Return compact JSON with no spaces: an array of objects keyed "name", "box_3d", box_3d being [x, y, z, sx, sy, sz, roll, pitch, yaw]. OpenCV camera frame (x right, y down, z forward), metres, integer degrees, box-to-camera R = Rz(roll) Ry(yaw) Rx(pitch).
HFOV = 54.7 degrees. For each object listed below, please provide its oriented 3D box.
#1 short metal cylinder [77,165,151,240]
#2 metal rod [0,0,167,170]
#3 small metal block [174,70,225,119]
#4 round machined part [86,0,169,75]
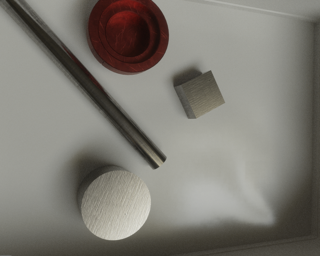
[{"name":"short metal cylinder","box_3d":[-0.057,0.088,0.377,0.081,0.050,0.079,0,90,-21]},{"name":"metal rod","box_3d":[-0.097,-0.063,0.375,0.025,0.025,0.300,-45,104,-15]},{"name":"small metal block","box_3d":[0.055,-0.046,0.432,0.050,0.025,0.050,-29,100,-18]},{"name":"round machined part","box_3d":[-0.042,-0.115,0.387,0.099,0.042,0.097,0,90,-21]}]
